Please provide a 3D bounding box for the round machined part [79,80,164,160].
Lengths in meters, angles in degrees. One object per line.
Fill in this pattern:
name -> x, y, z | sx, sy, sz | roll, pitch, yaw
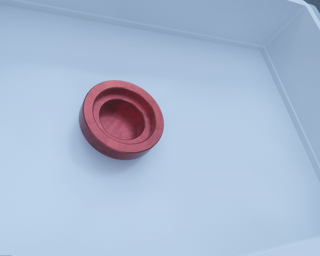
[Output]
round machined part -> -0.049, -0.006, 0.373 | 0.099, 0.042, 0.098 | 14, 56, -21
